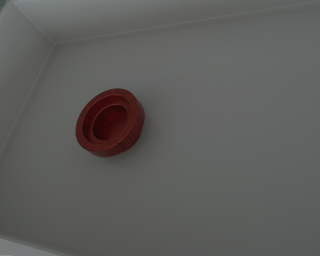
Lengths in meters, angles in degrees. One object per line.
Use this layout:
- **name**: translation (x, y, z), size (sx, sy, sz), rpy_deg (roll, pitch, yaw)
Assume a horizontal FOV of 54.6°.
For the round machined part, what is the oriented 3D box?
- **round machined part**: translation (-0.064, -0.003, 0.432), size (0.098, 0.042, 0.098), rpy_deg (-13, 56, 21)
